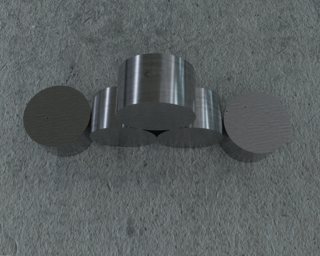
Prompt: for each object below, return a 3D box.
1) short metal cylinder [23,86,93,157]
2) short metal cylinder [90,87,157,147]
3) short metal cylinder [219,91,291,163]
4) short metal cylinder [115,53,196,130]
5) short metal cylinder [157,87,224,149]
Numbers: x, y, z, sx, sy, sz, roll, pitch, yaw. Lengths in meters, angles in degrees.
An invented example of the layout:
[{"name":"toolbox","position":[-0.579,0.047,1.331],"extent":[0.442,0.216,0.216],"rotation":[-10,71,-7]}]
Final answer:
[{"name":"short metal cylinder","position":[-0.125,-0.007,0.398],"extent":[0.081,0.050,0.080],"rotation":[0,70,-1]},{"name":"short metal cylinder","position":[-0.044,-0.011,0.384],"extent":[0.081,0.080,0.050],"rotation":[0,70,0]},{"name":"short metal cylinder","position":[0.117,0.000,0.396],"extent":[0.081,0.050,0.080],"rotation":[0,70,-1]},{"name":"short metal cylinder","position":[-0.004,-0.034,0.319],"extent":[0.080,0.080,0.050],"rotation":[1,71,0]},{"name":"short metal cylinder","position":[0.036,-0.010,0.384],"extent":[0.081,0.080,0.050],"rotation":[0,69,0]}]
